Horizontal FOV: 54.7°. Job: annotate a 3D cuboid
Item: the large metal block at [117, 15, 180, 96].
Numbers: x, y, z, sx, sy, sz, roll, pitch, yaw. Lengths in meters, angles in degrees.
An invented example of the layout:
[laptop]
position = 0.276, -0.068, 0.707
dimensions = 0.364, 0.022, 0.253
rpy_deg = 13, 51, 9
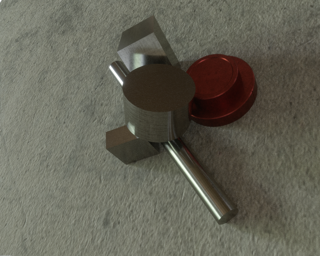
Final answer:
[large metal block]
position = -0.011, -0.095, 0.419
dimensions = 0.050, 0.080, 0.080
rpy_deg = -25, 31, 15

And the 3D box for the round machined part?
[round machined part]
position = 0.069, -0.054, 0.390
dimensions = 0.098, 0.042, 0.098
rpy_deg = -13, 56, 20

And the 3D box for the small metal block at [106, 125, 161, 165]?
[small metal block]
position = -0.034, 0.020, 0.394
dimensions = 0.050, 0.050, 0.025
rpy_deg = -19, 54, 16

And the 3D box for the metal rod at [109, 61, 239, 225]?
[metal rod]
position = 0.000, -0.004, 0.407
dimensions = 0.025, 0.025, 0.300
rpy_deg = -38, 51, 2

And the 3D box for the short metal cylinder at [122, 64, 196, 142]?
[short metal cylinder]
position = -0.002, -0.030, 0.360
dimensions = 0.081, 0.050, 0.080
rpy_deg = 2, 49, -2
